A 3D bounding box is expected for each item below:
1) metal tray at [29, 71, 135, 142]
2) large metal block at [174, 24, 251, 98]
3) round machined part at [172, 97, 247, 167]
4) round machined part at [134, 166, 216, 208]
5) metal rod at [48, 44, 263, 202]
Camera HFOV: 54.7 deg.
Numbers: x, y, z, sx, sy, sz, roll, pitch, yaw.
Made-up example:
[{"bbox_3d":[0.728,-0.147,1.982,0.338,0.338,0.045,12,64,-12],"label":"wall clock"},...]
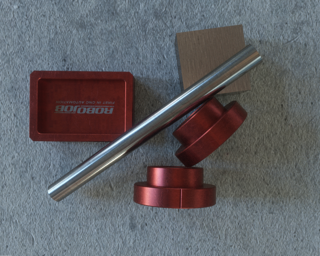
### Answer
[{"bbox_3d":[-0.100,-0.027,0.406,0.131,0.030,0.089,1,90,0],"label":"metal tray"},{"bbox_3d":[0.065,-0.081,0.398,0.080,0.050,0.080,-8,90,0],"label":"large metal block"},{"bbox_3d":[0.053,-0.001,0.374,0.098,0.098,0.042,-43,90,0],"label":"round machined part"},{"bbox_3d":[0.018,0.068,0.374,0.099,0.098,0.042,2,85,0],"label":"round machined part"},{"bbox_3d":[-0.015,0.001,0.372,0.300,0.025,0.025,-35,90,11],"label":"metal rod"}]
